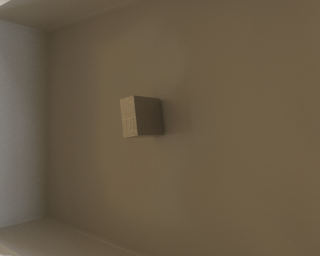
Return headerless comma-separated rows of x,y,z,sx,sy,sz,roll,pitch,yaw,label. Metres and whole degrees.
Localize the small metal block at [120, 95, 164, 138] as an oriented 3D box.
-0.023,-0.014,0.406,0.025,0.050,0.050,-11,82,40,small metal block
